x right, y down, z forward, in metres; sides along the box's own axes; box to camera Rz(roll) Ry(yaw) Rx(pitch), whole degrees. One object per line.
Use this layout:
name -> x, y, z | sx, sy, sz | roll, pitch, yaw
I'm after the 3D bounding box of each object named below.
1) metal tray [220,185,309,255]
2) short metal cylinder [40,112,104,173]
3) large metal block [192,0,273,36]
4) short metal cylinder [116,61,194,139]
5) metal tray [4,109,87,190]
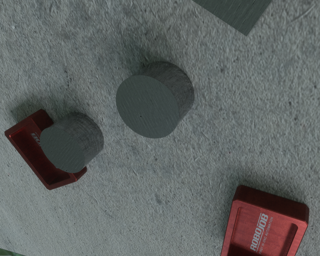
metal tray -> 0.137, 0.146, 0.421 | 0.090, 0.030, 0.129 | 15, 125, 19
short metal cylinder -> -0.134, 0.022, 0.475 | 0.080, 0.050, 0.079 | 13, 124, 21
large metal block -> 0.070, -0.141, 0.267 | 0.080, 0.050, 0.079 | 36, 129, 4
short metal cylinder -> -0.005, -0.034, 0.372 | 0.080, 0.050, 0.079 | 13, 124, 21
metal tray -> -0.196, 0.041, 0.531 | 0.090, 0.030, 0.130 | -22, 107, 36
